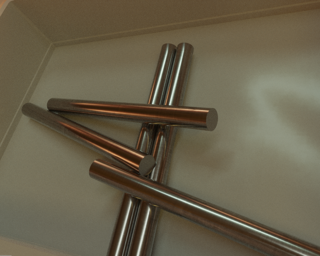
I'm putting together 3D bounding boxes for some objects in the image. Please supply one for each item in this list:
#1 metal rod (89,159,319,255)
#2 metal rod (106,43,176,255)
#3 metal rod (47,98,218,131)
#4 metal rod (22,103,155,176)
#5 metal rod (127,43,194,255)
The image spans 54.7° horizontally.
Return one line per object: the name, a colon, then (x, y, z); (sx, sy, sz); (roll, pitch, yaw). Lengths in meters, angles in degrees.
metal rod: (0.051, 0.087, 0.301); (0.300, 0.025, 0.025); (17, 70, 28)
metal rod: (-0.016, 0.013, 0.401); (0.025, 0.025, 0.300); (-1, 61, 27)
metal rod: (-0.061, -0.023, 0.423); (0.300, 0.025, 0.025); (7, 65, 38)
metal rod: (-0.123, 0.005, 0.447); (0.300, 0.025, 0.025); (19, 72, 40)
metal rod: (0.006, 0.015, 0.388); (0.025, 0.025, 0.300); (-1, 61, 27)
